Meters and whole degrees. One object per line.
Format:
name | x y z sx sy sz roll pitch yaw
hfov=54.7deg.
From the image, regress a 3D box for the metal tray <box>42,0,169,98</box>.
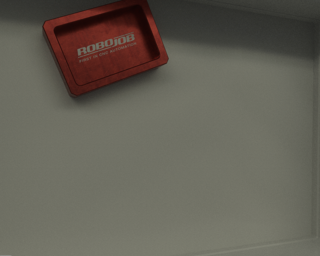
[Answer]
metal tray | -0.065 -0.101 0.384 0.131 0.030 0.090 -24 98 -19
